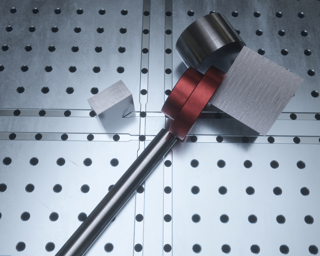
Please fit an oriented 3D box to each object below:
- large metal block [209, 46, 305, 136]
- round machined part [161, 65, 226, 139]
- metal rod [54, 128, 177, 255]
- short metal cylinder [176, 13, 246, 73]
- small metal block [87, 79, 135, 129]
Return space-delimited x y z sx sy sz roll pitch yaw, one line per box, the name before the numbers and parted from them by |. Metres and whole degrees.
large metal block | 0.121 -0.047 0.398 0.080 0.050 0.080 33 103 9
round machined part | 0.037 -0.037 0.385 0.042 0.098 0.098 34 73 4
metal rod | -0.081 0.119 0.367 0.025 0.025 0.301 37 74 12
short metal cylinder | 0.069 -0.108 0.423 0.080 0.080 0.050 -26 71 -9
small metal block | -0.063 -0.030 0.409 0.050 0.050 0.025 -33 74 -12
